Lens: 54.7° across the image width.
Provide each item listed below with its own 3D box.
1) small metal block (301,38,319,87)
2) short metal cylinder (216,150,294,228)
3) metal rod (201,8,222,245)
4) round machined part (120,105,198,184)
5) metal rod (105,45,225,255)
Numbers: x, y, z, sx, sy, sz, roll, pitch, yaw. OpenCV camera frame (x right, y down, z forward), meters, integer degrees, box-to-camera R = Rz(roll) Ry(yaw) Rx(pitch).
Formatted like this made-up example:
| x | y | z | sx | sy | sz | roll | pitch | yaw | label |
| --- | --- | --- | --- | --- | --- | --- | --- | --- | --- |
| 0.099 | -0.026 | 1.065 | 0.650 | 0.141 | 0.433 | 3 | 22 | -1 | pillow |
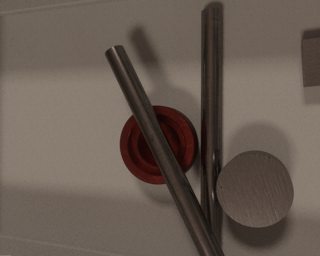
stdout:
| x | y | z | sx | sy | sz | roll | pitch | yaw | label |
| --- | --- | --- | --- | --- | --- | --- | --- | --- | --- |
| 0.187 | -0.074 | 0.345 | 0.050 | 0.025 | 0.050 | -3 | 89 | 19 | small metal block |
| 0.110 | 0.068 | 0.358 | 0.080 | 0.050 | 0.079 | 0 | 90 | 19 | short metal cylinder |
| 0.064 | 0.003 | 0.387 | 0.025 | 0.025 | 0.298 | 0 | 90 | 19 | metal rod |
| 0.002 | 0.021 | 0.400 | 0.098 | 0.042 | 0.097 | 0 | 90 | 19 | round machined part |
| 0.008 | 0.037 | 0.362 | 0.025 | 0.025 | 0.299 | -29 | 81 | 17 | metal rod |
